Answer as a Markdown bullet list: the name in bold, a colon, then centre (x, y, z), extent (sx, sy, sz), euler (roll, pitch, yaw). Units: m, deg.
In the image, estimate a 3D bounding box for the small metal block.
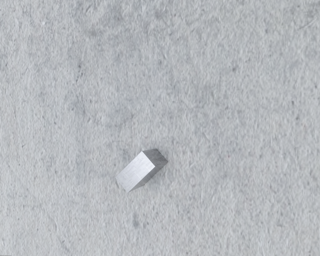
- **small metal block**: centre (-0.022, 0.054, 0.404), extent (0.050, 0.050, 0.025), euler (-45, 76, 14)
